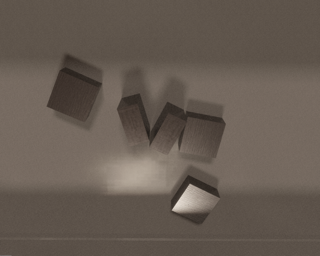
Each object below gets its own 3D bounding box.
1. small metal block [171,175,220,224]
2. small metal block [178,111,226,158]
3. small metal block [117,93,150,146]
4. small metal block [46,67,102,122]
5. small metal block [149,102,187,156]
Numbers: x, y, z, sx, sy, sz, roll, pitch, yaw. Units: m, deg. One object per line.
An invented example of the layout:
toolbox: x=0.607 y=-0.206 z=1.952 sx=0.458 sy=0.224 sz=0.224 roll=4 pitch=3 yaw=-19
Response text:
small metal block: x=0.051 y=0.104 z=0.451 sx=0.050 sy=0.025 sz=0.050 roll=27 pitch=108 yaw=-10
small metal block: x=0.055 y=0.009 z=0.415 sx=0.050 sy=0.025 sz=0.050 roll=11 pitch=110 yaw=-5
small metal block: x=-0.032 y=-0.012 z=0.393 sx=0.025 sy=0.050 sz=0.050 roll=-15 pitch=110 yaw=5
small metal block: x=-0.108 y=-0.042 z=0.394 sx=0.050 sy=0.025 sz=0.050 roll=24 pitch=108 yaw=-9
small metal block: x=0.010 y=0.000 z=0.398 sx=0.025 sy=0.050 sz=0.050 roll=26 pitch=108 yaw=-10
